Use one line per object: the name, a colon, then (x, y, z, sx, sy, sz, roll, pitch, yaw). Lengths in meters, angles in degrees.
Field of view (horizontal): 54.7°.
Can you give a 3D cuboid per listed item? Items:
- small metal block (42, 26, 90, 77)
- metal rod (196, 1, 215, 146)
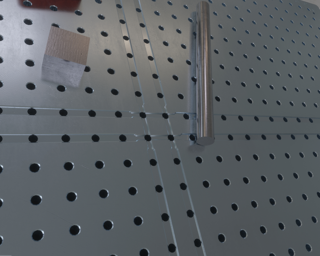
small metal block: (-0.122, -0.099, 0.403, 0.050, 0.025, 0.050, 13, 56, -21)
metal rod: (0.073, -0.107, 0.512, 0.025, 0.025, 0.300, 17, 55, -19)
